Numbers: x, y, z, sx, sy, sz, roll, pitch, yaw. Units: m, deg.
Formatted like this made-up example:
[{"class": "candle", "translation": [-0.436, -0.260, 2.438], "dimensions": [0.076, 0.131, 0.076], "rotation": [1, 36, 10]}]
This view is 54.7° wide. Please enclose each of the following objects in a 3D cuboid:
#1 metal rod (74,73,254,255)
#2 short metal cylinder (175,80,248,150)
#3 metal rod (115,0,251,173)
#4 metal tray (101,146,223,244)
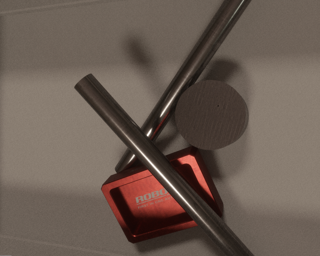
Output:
[{"class": "metal rod", "translation": [0.014, 0.060, 0.352], "dimensions": [0.025, 0.025, 0.300], "rotation": [-41, 94, 15]}, {"class": "short metal cylinder", "translation": [0.064, -0.015, 0.374], "dimensions": [0.080, 0.050, 0.079], "rotation": [0, 90, 19]}, {"class": "metal rod", "translation": [0.028, -0.055, 0.378], "dimensions": [0.025, 0.025, 0.298], "rotation": [40, 110, 15]}, {"class": "metal tray", "translation": [0.003, 0.087, 0.392], "dimensions": [0.130, 0.030, 0.090], "rotation": [-22, 100, 18]}]
